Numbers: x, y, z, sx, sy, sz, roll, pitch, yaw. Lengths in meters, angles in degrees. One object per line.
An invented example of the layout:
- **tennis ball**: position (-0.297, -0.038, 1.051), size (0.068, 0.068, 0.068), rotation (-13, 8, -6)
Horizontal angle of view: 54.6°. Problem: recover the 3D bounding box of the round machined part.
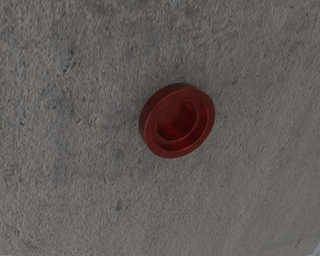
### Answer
- **round machined part**: position (0.018, -0.013, 0.397), size (0.099, 0.042, 0.097), rotation (-14, 124, -21)
